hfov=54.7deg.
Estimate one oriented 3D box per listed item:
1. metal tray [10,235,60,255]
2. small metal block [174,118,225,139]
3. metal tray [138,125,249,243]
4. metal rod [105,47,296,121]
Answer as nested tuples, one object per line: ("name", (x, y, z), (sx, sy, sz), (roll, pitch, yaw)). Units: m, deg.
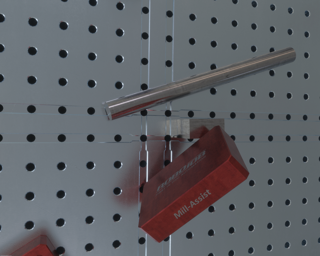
("metal tray", (-0.167, 0.198, 0.348), (0.131, 0.030, 0.090), (-31, 101, -17))
("small metal block", (0.052, 0.000, 0.419), (0.050, 0.050, 0.025), (-2, 91, -20))
("metal tray", (0.034, 0.062, 0.362), (0.130, 0.090, 0.030), (-41, 106, 16))
("metal rod", (0.070, -0.068, 0.438), (0.302, 0.025, 0.025), (-19, 97, -19))
